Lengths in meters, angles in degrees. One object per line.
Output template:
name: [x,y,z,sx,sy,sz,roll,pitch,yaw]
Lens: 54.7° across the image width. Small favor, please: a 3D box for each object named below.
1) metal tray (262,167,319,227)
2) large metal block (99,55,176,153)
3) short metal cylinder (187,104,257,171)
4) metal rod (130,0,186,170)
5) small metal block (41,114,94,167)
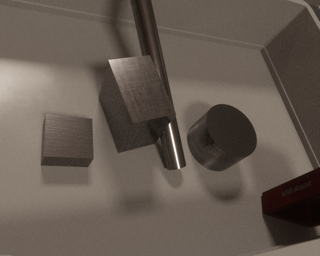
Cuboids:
metal tray: [0.210,0.090,0.399,0.091,0.129,0.030,20,54,-17]
large metal block: [-0.031,-0.027,0.367,0.050,0.080,0.080,-13,69,-25]
short metal cylinder: [0.085,0.014,0.429,0.081,0.050,0.080,14,56,-21]
metal rod: [-0.011,-0.096,0.379,0.025,0.025,0.298,-15,95,-34]
small metal block: [-0.102,0.015,0.342,0.050,0.025,0.050,6,59,-26]
